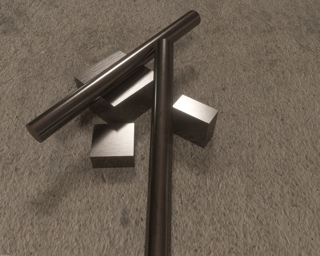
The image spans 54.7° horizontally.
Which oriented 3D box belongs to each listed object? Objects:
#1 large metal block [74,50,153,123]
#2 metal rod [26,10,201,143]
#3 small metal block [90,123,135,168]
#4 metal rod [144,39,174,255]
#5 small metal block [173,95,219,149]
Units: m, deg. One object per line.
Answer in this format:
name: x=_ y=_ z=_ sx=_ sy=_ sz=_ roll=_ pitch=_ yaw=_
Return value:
large metal block: x=-0.057 y=-0.053 z=0.431 sx=0.080 sy=0.050 sz=0.080 roll=36 pitch=58 yaw=26
metal rod: x=-0.041 y=-0.083 z=0.407 sx=0.025 sy=0.025 sz=0.301 roll=32 pitch=56 yaw=23
small metal block: x=-0.057 y=0.022 z=0.384 sx=0.050 sy=0.025 sz=0.050 roll=-1 pitch=50 yaw=-2
metal rod: x=0.001 y=0.022 z=0.345 sx=0.025 sy=0.025 sz=0.299 roll=2 pitch=62 yaw=1
small metal block: x=0.043 y=-0.008 z=0.394 sx=0.050 sy=0.050 sz=0.025 roll=27 pitch=55 yaw=20
